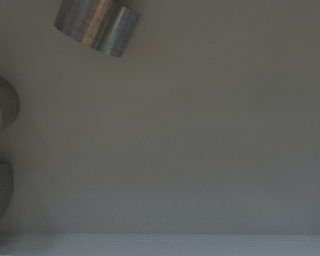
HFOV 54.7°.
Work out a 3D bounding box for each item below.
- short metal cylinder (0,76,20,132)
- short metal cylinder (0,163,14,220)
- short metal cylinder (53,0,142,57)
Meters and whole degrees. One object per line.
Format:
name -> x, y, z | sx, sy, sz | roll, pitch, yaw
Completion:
short metal cylinder -> -0.226, -0.026, 0.386 | 0.081, 0.050, 0.079 | 0, 110, 0
short metal cylinder -> -0.238, 0.084, 0.411 | 0.050, 0.080, 0.079 | 6, 110, -3
short metal cylinder -> -0.067, -0.119, 0.337 | 0.080, 0.080, 0.050 | 26, 108, -9
